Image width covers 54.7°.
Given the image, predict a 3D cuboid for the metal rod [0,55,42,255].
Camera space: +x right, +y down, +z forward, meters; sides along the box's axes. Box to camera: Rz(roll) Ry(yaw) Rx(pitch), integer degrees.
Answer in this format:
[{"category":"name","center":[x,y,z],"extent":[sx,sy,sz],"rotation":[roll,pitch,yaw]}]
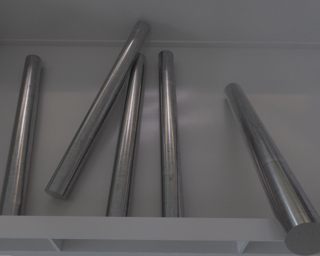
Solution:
[{"category":"metal rod","center":[-0.176,0.006,0.398],"extent":[0.025,0.025,0.300],"rotation":[-7,50,-6]}]

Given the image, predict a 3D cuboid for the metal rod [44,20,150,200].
[{"category":"metal rod","center":[-0.072,-0.045,0.422],"extent":[0.025,0.025,0.300],"rotation":[13,57,11]}]

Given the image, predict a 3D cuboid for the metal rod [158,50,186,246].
[{"category":"metal rod","center":[0.012,-0.001,0.405],"extent":[0.025,0.025,0.300],"rotation":[-1,50,-1]}]

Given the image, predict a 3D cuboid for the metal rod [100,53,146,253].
[{"category":"metal rod","center":[-0.040,0.004,0.401],"extent":[0.025,0.025,0.300],"rotation":[2,50,1]}]

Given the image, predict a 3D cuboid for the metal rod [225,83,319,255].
[{"category":"metal rod","center":[0.096,0.005,0.316],"extent":[0.025,0.025,0.301],"rotation":[4,23,3]}]
